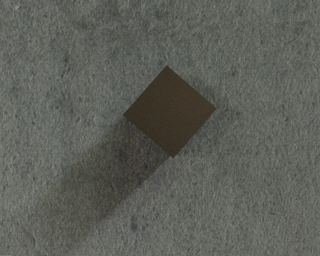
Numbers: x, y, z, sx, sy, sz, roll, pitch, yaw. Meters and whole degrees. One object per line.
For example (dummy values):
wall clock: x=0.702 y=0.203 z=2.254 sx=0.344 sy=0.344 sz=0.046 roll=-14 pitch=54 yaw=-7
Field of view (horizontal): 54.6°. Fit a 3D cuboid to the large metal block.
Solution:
large metal block: x=0.012 y=-0.020 z=0.398 sx=0.080 sy=0.050 sz=0.080 roll=41 pitch=90 yaw=0
